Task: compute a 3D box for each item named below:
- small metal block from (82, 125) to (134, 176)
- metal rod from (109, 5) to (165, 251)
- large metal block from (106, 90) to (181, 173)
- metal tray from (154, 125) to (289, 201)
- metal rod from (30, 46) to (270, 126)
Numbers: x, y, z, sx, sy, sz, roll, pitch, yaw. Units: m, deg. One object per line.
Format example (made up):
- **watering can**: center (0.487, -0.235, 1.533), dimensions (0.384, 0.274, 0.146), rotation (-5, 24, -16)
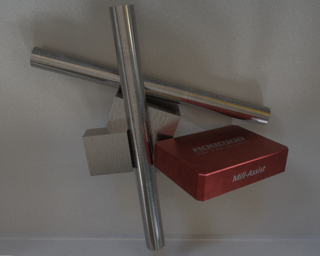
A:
- **small metal block**: center (-0.059, 0.026, 0.365), dimensions (0.050, 0.025, 0.050), rotation (-6, 110, 1)
- **metal rod**: center (-0.022, 0.016, 0.362), dimensions (0.025, 0.025, 0.298), rotation (-6, 110, 2)
- **large metal block**: center (-0.026, 0.002, 0.397), dimensions (0.080, 0.050, 0.079), rotation (17, 109, -7)
- **metal tray**: center (0.070, 0.034, 0.360), dimensions (0.131, 0.090, 0.030), rotation (-11, 114, -30)
- **metal rod**: center (-0.007, -0.051, 0.392), dimensions (0.302, 0.025, 0.025), rotation (14, 110, -6)
